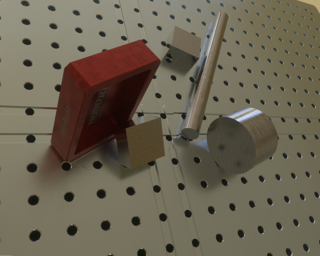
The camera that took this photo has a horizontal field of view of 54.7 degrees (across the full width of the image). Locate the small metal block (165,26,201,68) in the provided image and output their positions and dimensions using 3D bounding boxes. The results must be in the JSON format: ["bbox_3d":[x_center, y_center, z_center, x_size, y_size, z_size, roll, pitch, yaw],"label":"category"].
[{"bbox_3d":[0.039,-0.134,0.513,0.050,0.025,0.050,21,54,-16],"label":"small metal block"}]

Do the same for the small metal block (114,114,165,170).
[{"bbox_3d":[-0.024,0.015,0.371,0.050,0.025,0.050,-19,111,-36],"label":"small metal block"}]

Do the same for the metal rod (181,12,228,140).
[{"bbox_3d":[0.081,-0.105,0.517,0.025,0.025,0.300,28,52,-11],"label":"metal rod"}]

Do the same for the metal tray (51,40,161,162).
[{"bbox_3d":[-0.060,-0.025,0.323,0.091,0.129,0.030,-31,74,-38],"label":"metal tray"}]

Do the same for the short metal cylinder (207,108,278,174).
[{"bbox_3d":[0.111,0.017,0.425,0.050,0.080,0.080,-20,73,-36],"label":"short metal cylinder"}]
